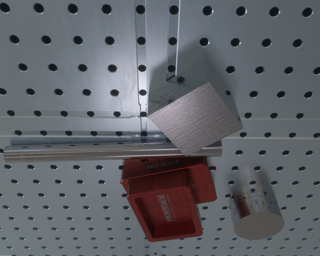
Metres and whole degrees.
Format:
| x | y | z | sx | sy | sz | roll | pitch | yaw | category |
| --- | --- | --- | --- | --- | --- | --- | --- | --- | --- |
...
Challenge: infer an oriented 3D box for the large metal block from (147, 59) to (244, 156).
| x | y | z | sx | sy | sz | roll | pitch | yaw | category |
| --- | --- | --- | --- | --- | --- | --- | --- | --- | --- |
| 0.042 | -0.022 | 0.377 | 0.080 | 0.050 | 0.080 | -29 | 125 | 22 | large metal block |

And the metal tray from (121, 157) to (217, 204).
| x | y | z | sx | sy | sz | roll | pitch | yaw | category |
| --- | --- | --- | --- | --- | --- | --- | --- | --- | --- |
| 0.016 | 0.086 | 0.482 | 0.131 | 0.030 | 0.090 | -12 | 129 | 10 | metal tray |

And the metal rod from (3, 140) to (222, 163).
| x | y | z | sx | sy | sz | roll | pitch | yaw | category |
| --- | --- | --- | --- | --- | --- | --- | --- | --- | --- |
| -0.065 | 0.032 | 0.438 | 0.302 | 0.025 | 0.025 | -2 | 130 | 1 | metal rod |

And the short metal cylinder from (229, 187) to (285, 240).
| x | y | z | sx | sy | sz | roll | pitch | yaw | category |
| --- | --- | --- | --- | --- | --- | --- | --- | --- | --- |
| 0.160 | 0.144 | 0.519 | 0.081 | 0.050 | 0.079 | 0 | 130 | 0 | short metal cylinder |

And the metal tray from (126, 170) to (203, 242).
| x | y | z | sx | sy | sz | roll | pitch | yaw | category |
| --- | --- | --- | --- | --- | --- | --- | --- | --- | --- |
| 0.011 | 0.124 | 0.473 | 0.090 | 0.030 | 0.129 | -10 | 130 | 8 | metal tray |
